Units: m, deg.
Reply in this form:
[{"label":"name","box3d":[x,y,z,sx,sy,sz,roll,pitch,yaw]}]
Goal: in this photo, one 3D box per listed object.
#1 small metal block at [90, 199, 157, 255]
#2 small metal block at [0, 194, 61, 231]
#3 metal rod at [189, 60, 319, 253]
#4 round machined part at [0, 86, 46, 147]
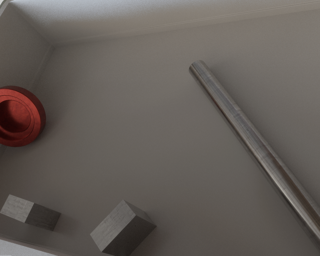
[{"label":"small metal block","box3d":[-0.039,0.112,0.340,0.050,0.050,0.025,-46,51,-4]},{"label":"small metal block","box3d":[-0.170,0.112,0.408,0.050,0.050,0.025,7,65,31]},{"label":"metal rod","box3d":[0.106,0.021,0.336,0.025,0.025,0.300,-33,52,6]},{"label":"round machined part","box3d":[-0.234,-0.022,0.505,0.098,0.098,0.042,-27,17,11]}]
